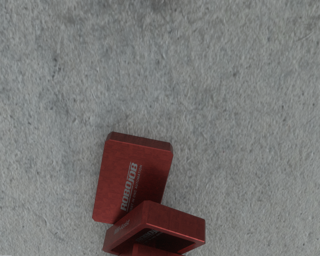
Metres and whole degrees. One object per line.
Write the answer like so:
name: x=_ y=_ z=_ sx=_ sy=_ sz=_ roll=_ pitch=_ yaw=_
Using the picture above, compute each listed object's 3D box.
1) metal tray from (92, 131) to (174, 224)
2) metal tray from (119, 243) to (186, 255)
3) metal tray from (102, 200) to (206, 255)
metal tray: x=-0.039 y=0.077 z=0.435 sx=0.091 sy=0.030 sz=0.129 roll=11 pitch=110 yaw=-5
metal tray: x=-0.020 y=0.209 z=0.446 sx=0.091 sy=0.030 sz=0.129 roll=21 pitch=138 yaw=-16
metal tray: x=-0.011 y=0.146 z=0.418 sx=0.090 sy=0.030 sz=0.129 roll=24 pitch=137 yaw=-19
